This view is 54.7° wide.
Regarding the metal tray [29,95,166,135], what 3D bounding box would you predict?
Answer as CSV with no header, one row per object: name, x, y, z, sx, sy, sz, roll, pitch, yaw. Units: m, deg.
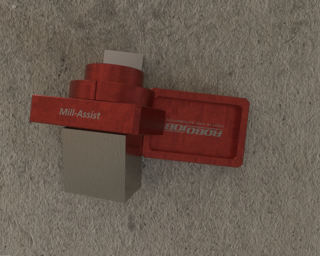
metal tray,-0.069,-0.014,0.361,0.130,0.090,0.030,7,91,18

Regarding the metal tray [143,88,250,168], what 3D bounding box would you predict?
metal tray,0.045,0.000,0.409,0.131,0.030,0.089,6,90,-1

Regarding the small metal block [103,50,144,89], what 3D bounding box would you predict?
small metal block,-0.049,-0.074,0.411,0.050,0.025,0.050,7,90,-1

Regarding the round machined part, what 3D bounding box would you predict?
round machined part,-0.054,-0.048,0.363,0.099,0.098,0.042,6,90,-1

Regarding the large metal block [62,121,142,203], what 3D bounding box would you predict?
large metal block,-0.069,0.038,0.379,0.080,0.050,0.079,6,103,17
